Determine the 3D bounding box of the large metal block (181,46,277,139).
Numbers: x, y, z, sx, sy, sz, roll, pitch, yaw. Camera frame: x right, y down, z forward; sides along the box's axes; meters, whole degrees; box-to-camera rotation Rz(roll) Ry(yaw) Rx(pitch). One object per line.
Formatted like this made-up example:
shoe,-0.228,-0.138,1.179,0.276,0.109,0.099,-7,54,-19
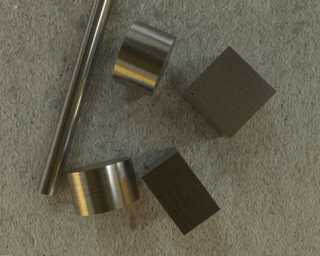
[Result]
large metal block,0.084,-0.043,0.398,0.080,0.050,0.080,44,90,0

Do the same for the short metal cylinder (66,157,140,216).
short metal cylinder,-0.069,0.070,0.382,0.080,0.080,0.050,-13,90,0

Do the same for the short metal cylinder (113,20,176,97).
short metal cylinder,-0.018,-0.084,0.382,0.050,0.080,0.080,23,90,0

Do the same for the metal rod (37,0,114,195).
metal rod,-0.107,-0.059,0.409,0.025,0.025,0.298,16,90,0

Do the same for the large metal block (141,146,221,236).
large metal block,0.023,0.072,0.383,0.050,0.080,0.080,-36,90,0
